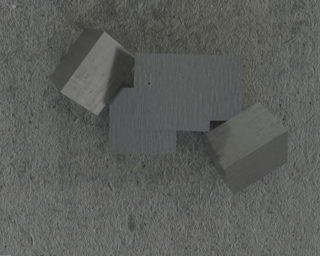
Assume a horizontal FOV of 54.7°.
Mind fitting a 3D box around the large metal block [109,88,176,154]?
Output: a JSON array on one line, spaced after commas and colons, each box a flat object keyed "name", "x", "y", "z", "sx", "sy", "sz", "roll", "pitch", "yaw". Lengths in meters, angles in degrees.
[{"name": "large metal block", "x": -0.021, "y": -0.009, "z": 0.396, "sx": 0.081, "sy": 0.050, "sz": 0.079, "roll": 0, "pitch": 90, "yaw": -1}]

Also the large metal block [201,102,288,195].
[{"name": "large metal block", "x": 0.105, "y": 0.027, "z": 0.378, "sx": 0.080, "sy": 0.080, "sz": 0.050, "roll": -31, "pitch": 52, "yaw": 0}]

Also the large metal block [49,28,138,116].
[{"name": "large metal block", "x": -0.083, "y": -0.071, "z": 0.376, "sx": 0.050, "sy": 0.080, "sz": 0.080, "roll": 36, "pitch": 90, "yaw": -33}]

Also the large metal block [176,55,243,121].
[{"name": "large metal block", "x": 0.060, "y": -0.049, "z": 0.400, "sx": 0.081, "sy": 0.050, "sz": 0.079, "roll": 0, "pitch": 90, "yaw": -1}]

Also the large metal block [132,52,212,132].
[{"name": "large metal block", "x": 0.013, "y": -0.038, "z": 0.347, "sx": 0.081, "sy": 0.050, "sz": 0.079, "roll": 2, "pitch": 90, "yaw": -1}]
